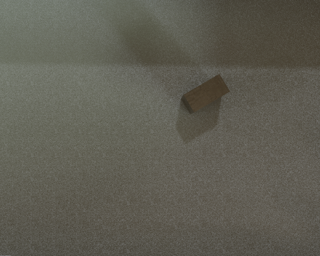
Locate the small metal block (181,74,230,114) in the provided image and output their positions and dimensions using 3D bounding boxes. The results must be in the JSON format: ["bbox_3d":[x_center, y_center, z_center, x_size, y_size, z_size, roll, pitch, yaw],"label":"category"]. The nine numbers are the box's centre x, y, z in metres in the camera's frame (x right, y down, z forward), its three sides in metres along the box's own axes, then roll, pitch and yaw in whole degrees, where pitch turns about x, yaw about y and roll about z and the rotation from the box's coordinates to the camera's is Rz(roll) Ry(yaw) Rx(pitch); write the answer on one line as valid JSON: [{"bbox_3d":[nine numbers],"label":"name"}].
[{"bbox_3d":[0.057,-0.042,0.399,0.050,0.050,0.025,-30,90,0],"label":"small metal block"}]
